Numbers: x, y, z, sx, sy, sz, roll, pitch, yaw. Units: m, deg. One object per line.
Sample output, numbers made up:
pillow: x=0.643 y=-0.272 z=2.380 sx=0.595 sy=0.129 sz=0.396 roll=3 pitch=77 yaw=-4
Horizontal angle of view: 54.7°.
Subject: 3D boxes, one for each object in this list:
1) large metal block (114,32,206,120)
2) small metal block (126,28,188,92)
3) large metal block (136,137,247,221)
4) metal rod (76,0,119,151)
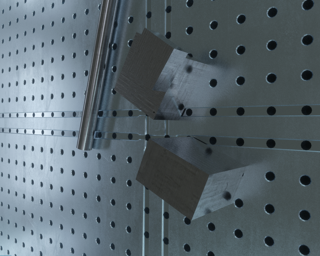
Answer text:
large metal block: x=-0.002 y=-0.064 z=0.393 sx=0.080 sy=0.050 sz=0.079 roll=38 pitch=113 yaw=33
small metal block: x=-0.005 y=-0.076 z=0.347 sx=0.050 sy=0.025 sz=0.050 roll=44 pitch=116 yaw=31
large metal block: x=0.035 y=0.050 z=0.343 sx=0.080 sy=0.081 sz=0.050 roll=29 pitch=108 yaw=36
metal rod: x=-0.093 y=-0.110 z=0.483 sx=0.025 sy=0.025 sz=0.298 roll=20 pitch=103 yaw=38
